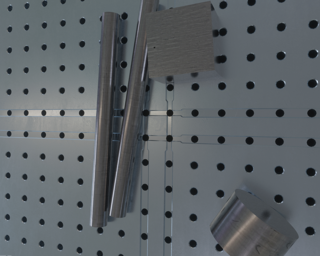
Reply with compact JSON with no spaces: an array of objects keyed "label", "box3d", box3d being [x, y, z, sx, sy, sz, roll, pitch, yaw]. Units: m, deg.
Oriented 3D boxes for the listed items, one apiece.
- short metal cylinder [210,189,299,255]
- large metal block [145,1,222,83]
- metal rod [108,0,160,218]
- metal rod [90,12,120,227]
[{"label":"short metal cylinder","box3d":[0.104,0.114,0.347,0.080,0.080,0.050,36,102,16]},{"label":"large metal block","box3d":[0.031,-0.103,0.388,0.080,0.050,0.080,-4,89,20]},{"label":"metal rod","box3d":[-0.036,-0.026,0.425,0.025,0.025,0.298,10,93,19]},{"label":"metal rod","box3d":[-0.078,-0.011,0.440,0.025,0.025,0.298,4,91,20]}]
